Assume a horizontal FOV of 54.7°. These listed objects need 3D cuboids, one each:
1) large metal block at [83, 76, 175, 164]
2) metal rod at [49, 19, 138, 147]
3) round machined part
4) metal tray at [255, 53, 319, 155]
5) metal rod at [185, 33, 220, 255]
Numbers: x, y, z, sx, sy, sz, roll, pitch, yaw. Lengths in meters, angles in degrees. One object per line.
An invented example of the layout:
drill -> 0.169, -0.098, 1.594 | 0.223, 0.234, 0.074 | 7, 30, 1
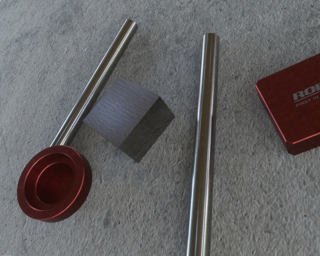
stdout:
large metal block -> -0.042, -0.013, 0.416 | 0.080, 0.050, 0.080 | 31, 79, 37
metal rod -> -0.112, -0.052, 0.491 | 0.025, 0.025, 0.300 | 14, 69, 33
round machined part -> -0.133, 0.075, 0.410 | 0.098, 0.042, 0.098 | -8, 61, 16
metal tray -> 0.181, -0.036, 0.328 | 0.130, 0.030, 0.090 | -24, 53, 13
metal rod -> 0.054, 0.004, 0.371 | 0.025, 0.025, 0.299 | -6, 59, 25
